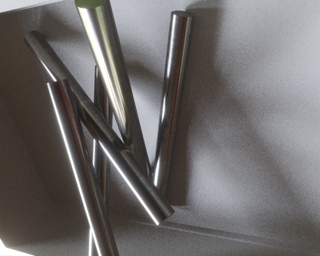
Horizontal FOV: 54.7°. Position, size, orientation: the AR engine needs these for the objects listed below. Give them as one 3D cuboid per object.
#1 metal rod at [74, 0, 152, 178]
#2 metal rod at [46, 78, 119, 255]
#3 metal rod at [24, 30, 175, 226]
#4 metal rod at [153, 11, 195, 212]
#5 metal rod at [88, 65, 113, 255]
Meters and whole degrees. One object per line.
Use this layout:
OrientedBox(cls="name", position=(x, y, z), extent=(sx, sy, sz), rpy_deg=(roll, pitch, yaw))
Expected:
OrientedBox(cls="metal rod", position=(-0.036, -0.009, 0.347), extent=(0.025, 0.025, 0.299), rpy_deg=(18, 149, 18))
OrientedBox(cls="metal rod", position=(-0.086, 0.087, 0.389), extent=(0.025, 0.025, 0.298), rpy_deg=(-6, 104, 30))
OrientedBox(cls="metal rod", position=(-0.084, -0.012, 0.381), extent=(0.300, 0.025, 0.025), rpy_deg=(51, 131, 17))
OrientedBox(cls="metal rod", position=(0.010, 0.004, 0.404), extent=(0.025, 0.025, 0.298), rpy_deg=(18, 126, 17))
OrientedBox(cls="metal rod", position=(-0.080, 0.068, 0.416), extent=(0.025, 0.025, 0.298), rpy_deg=(7, 98, 24))
